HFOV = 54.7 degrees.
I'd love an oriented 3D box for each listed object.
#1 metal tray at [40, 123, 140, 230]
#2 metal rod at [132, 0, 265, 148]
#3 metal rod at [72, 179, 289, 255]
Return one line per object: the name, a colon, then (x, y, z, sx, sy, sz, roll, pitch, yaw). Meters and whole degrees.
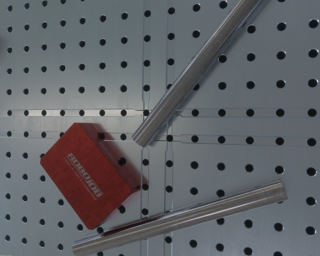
metal tray: (-0.102, 0.067, 0.446, 0.090, 0.030, 0.130, -44, 77, 14)
metal rod: (0.063, -0.095, 0.390, 0.025, 0.025, 0.299, 42, 103, 15)
metal rod: (0.012, 0.124, 0.408, 0.300, 0.025, 0.025, -22, 83, 18)
